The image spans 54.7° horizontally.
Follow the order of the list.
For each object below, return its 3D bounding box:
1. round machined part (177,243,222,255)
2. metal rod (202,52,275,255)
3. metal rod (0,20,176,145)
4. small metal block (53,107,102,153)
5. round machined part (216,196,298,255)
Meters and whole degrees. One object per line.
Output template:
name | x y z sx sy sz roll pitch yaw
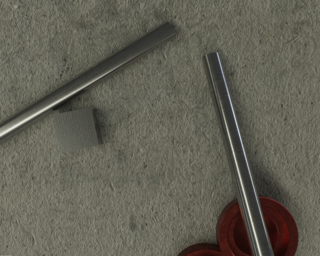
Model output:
round machined part | 0.061 0.206 0.402 0.099 0.042 0.097 0 90 0
metal rod | 0.098 0.048 0.379 0.025 0.025 0.299 -12 77 0
metal rod | -0.113 -0.052 0.408 0.301 0.025 0.025 -32 90 0
small metal block | -0.108 0.002 0.409 0.050 0.025 0.050 -11 90 0
round machined part | 0.121 0.135 0.400 0.099 0.042 0.097 0 86 0
